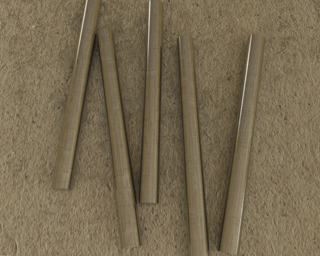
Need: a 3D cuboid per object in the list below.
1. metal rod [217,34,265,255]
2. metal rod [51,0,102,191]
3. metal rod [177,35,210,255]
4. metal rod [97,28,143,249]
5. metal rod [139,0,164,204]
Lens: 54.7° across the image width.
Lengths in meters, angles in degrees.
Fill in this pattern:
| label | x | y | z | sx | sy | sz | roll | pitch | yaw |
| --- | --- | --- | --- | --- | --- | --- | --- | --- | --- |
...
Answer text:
| label | x | y | z | sx | sy | sz | roll | pitch | yaw |
| --- | --- | --- | --- | --- | --- | --- | --- | --- | --- |
| metal rod | 0.110 | 0.006 | 0.406 | 0.025 | 0.025 | 0.299 | 12 | 70 | 4 |
| metal rod | -0.111 | -0.065 | 0.430 | 0.025 | 0.025 | 0.299 | 3 | 70 | 1 |
| metal rod | 0.041 | 0.011 | 0.404 | 0.025 | 0.025 | 0.299 | -1 | 70 | -1 |
| metal rod | -0.056 | -0.001 | 0.407 | 0.025 | 0.025 | 0.299 | -9 | 70 | -3 |
| metal rod | -0.010 | -0.049 | 0.425 | 0.025 | 0.025 | 0.299 | 1 | 70 | 0 |
